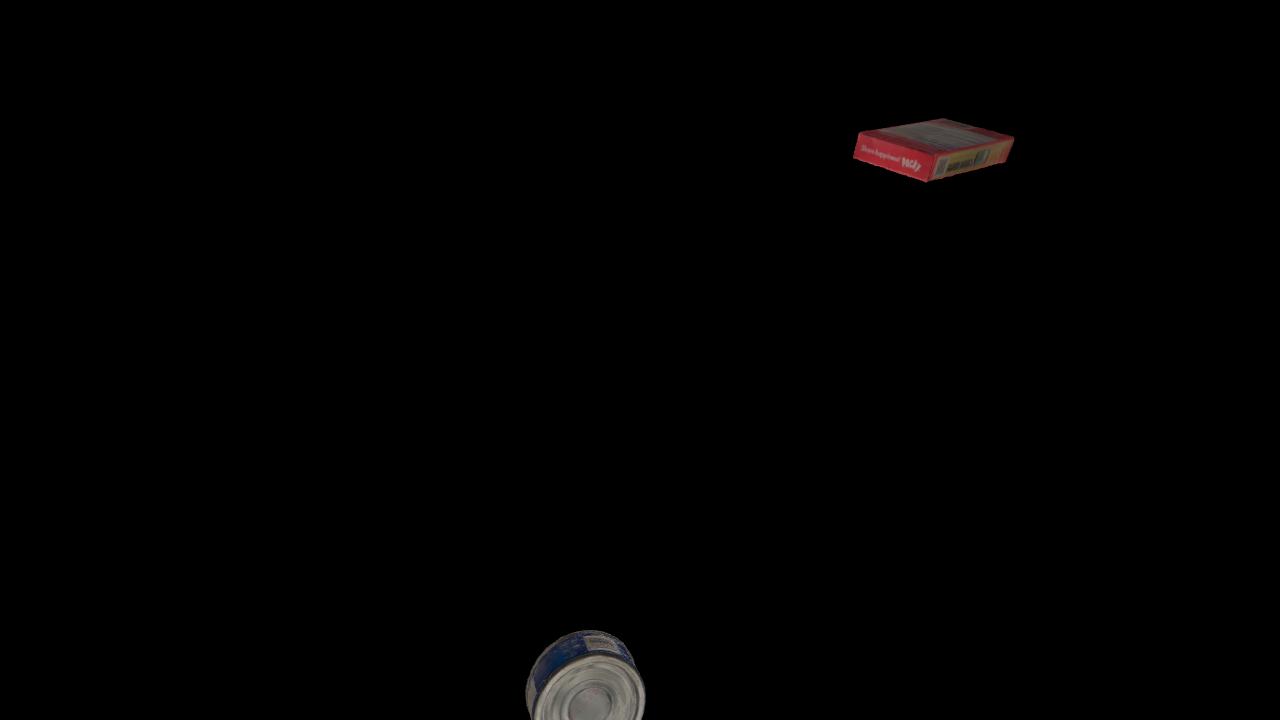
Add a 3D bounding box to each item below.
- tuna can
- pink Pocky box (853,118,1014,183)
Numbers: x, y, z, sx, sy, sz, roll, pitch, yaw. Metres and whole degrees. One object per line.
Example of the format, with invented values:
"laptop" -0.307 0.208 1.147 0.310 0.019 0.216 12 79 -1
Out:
"tuna can" -0.039 0.244 0.446 0.084 0.084 0.034 0 5 -18
"pink Pocky box" 0.295 -0.212 0.615 0.155 0.029 0.084 -21 41 -33
